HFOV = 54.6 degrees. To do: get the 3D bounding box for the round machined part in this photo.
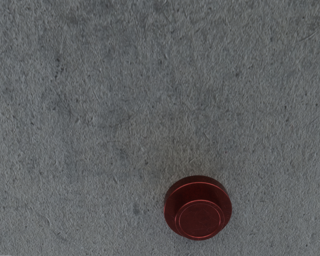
[{"bbox_3d":[0.055,0.121,0.446,0.099,0.042,0.097,0,110,0],"label":"round machined part"}]
